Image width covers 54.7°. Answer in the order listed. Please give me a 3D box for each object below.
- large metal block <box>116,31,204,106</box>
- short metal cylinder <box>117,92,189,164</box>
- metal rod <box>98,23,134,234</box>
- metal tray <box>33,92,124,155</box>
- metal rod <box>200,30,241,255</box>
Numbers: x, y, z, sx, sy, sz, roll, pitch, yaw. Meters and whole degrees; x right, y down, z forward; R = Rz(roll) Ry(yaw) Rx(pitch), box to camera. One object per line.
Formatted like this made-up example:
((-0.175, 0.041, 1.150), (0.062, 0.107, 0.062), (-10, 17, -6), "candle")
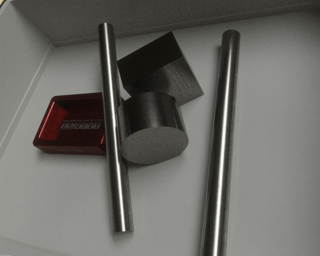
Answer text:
((0.002, -0.066, 0.409), (0.080, 0.080, 0.050), (-27, 53, 11), "large metal block")
((-0.010, 0.002, 0.373), (0.080, 0.080, 0.050), (-22, 54, 15), "short metal cylinder")
((-0.063, -0.016, 0.413), (0.025, 0.025, 0.299), (-17, 65, 18), "metal rod")
((-0.121, -0.007, 0.467), (0.130, 0.030, 0.090), (-1, 61, 27), "metal tray")
((0.074, 0.004, 0.363), (0.025, 0.025, 0.299), (-3, 60, 26), "metal rod")
